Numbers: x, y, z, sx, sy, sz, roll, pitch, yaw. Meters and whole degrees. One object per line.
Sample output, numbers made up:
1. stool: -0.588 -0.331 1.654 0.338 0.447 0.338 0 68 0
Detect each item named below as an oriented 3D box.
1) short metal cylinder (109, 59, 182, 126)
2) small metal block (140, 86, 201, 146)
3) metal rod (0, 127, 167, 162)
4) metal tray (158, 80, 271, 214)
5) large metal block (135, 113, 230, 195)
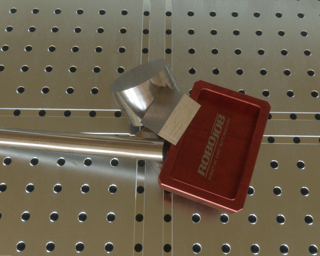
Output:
1. short metal cylinder: -0.017 -0.046 0.393 0.080 0.080 0.050 -33 116 -12
2. small metal block: 0.010 -0.015 0.340 0.025 0.050 0.050 33 90 -30
3. metal rod: -0.141 0.015 0.373 0.301 0.025 0.025 4 70 13
4. metal tray: 0.062 0.019 0.347 0.090 0.030 0.130 19 71 7
5. large metal block: 0.026 0.024 0.388 0.080 0.050 0.080 -34 74 -12
